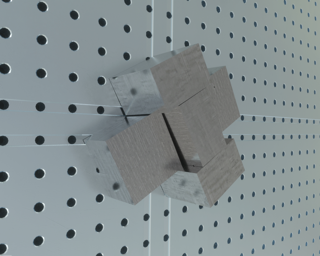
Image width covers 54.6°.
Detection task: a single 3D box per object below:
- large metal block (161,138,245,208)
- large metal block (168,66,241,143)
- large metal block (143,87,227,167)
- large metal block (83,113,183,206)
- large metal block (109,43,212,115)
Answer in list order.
[{"bbox_3d":[0.052,0.055,0.416,0.080,0.080,0.050,-36,112,-35],"label":"large metal block"},{"bbox_3d":[0.062,-0.034,0.443,0.080,0.050,0.080,-36,114,-34],"label":"large metal block"},{"bbox_3d":[0.027,-0.001,0.395,0.050,0.080,0.080,-36,112,-34],"label":"large metal block"},{"bbox_3d":[-0.030,0.031,0.368,0.080,0.050,0.080,-33,110,-35],"label":"large metal block"},{"bbox_3d":[0.001,-0.057,0.372,0.080,0.080,0.050,-35,111,-34],"label":"large metal block"}]
